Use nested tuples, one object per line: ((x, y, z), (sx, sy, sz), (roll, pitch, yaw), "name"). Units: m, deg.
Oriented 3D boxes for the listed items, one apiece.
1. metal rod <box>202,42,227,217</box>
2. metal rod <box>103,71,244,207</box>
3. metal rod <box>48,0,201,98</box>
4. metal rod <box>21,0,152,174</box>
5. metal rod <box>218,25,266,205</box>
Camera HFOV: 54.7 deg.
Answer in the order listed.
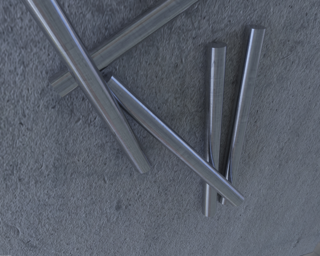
((0.078, 0.022, 0.462), (0.025, 0.025, 0.298), (-17, 125, -19), "metal rod")
((0.032, 0.032, 0.423), (0.025, 0.025, 0.300), (-46, 123, 3), "metal rod")
((0.013, -0.130, 0.332), (0.301, 0.025, 0.025), (-37, 129, -4), "metal rod")
((-0.065, -0.039, 0.316), (0.025, 0.025, 0.299), (-33, 138, -7), "metal rod")
((0.118, -0.001, 0.470), (0.025, 0.025, 0.298), (-12, 124, -22), "metal rod")
